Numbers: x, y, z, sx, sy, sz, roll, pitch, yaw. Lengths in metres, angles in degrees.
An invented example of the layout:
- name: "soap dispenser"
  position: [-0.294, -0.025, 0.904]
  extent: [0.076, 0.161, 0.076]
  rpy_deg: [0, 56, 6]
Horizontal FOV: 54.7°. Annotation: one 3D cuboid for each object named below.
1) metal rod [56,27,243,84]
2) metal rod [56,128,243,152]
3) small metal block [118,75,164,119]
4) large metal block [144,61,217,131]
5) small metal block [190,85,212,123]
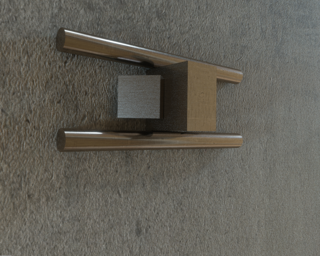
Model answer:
- name: "metal rod"
  position: [0.012, -0.089, 0.418]
  extent: [0.302, 0.025, 0.025]
  rpy_deg: [2, 89, -40]
- name: "metal rod"
  position: [0.012, 0.017, 0.419]
  extent: [0.302, 0.025, 0.025]
  rpy_deg: [2, 89, -40]
- name: "small metal block"
  position: [-0.022, -0.036, 0.371]
  extent: [0.025, 0.050, 0.050]
  rpy_deg: [3, 89, -80]
- name: "large metal block"
  position: [0.024, -0.036, 0.396]
  extent: [0.050, 0.080, 0.079]
  rpy_deg: [1, 90, -40]
- name: "small metal block"
  position: [0.057, -0.033, 0.438]
  extent: [0.025, 0.050, 0.050]
  rpy_deg: [0, 89, 2]
